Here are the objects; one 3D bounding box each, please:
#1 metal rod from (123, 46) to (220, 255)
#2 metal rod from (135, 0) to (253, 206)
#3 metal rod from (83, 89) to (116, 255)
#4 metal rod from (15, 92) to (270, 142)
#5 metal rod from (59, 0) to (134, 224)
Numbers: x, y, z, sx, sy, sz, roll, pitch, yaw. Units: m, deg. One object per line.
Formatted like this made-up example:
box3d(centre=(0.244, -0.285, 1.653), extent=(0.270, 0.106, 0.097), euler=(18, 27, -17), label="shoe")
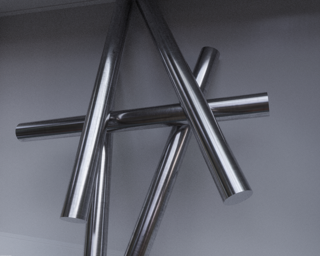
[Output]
box3d(centre=(0.012, 0.039, 0.347), extent=(0.025, 0.025, 0.299), euler=(15, 72, 19), label="metal rod")
box3d(centre=(0.021, -0.059, 0.333), extent=(0.025, 0.025, 0.299), euler=(-32, 53, 17), label="metal rod")
box3d(centre=(-0.071, 0.048, 0.371), extent=(0.025, 0.025, 0.299), euler=(-11, 62, 19), label="metal rod")
box3d(centre=(-0.034, -0.009, 0.355), extent=(0.301, 0.025, 0.025), euler=(-6, 88, 17), label="metal rod")
box3d(centre=(-0.064, -0.045, 0.356), extent=(0.025, 0.025, 0.299), euler=(-5, 59, 19), label="metal rod")
